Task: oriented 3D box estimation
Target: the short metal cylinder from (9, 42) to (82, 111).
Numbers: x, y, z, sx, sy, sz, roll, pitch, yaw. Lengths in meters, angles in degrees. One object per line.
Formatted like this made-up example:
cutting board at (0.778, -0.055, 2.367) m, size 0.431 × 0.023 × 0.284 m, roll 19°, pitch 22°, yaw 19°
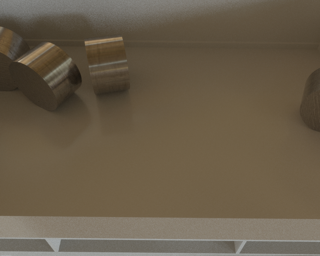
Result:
short metal cylinder at (-0.156, -0.070, 0.427) m, size 0.080 × 0.080 × 0.050 m, roll 24°, pitch 54°, yaw 18°

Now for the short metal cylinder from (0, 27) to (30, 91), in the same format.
short metal cylinder at (-0.236, -0.100, 0.450) m, size 0.081 × 0.080 × 0.050 m, roll 0°, pitch 50°, yaw 0°

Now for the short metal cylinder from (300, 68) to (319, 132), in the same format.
short metal cylinder at (0.229, -0.036, 0.403) m, size 0.080 × 0.080 × 0.050 m, roll 19°, pitch 53°, yaw 15°

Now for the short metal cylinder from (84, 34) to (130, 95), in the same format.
short metal cylinder at (-0.075, -0.091, 0.445) m, size 0.050 × 0.080 × 0.080 m, roll -10°, pitch 51°, yaw -9°
